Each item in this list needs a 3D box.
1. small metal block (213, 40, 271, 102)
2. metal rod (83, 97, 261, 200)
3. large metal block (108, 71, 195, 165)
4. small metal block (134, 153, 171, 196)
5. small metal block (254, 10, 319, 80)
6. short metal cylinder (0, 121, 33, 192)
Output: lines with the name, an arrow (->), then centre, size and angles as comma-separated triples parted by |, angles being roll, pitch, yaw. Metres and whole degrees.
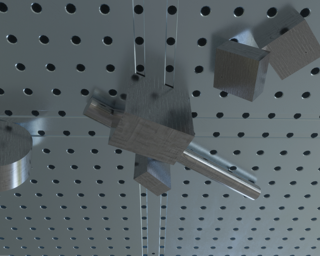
small metal block -> 0.089, -0.063, 0.342 | 0.050, 0.025, 0.050 | 27, 139, 31
metal rod -> 0.032, 0.039, 0.445 | 0.301, 0.025, 0.025 | 29, 124, -23
large metal block -> -0.010, -0.012, 0.365 | 0.080, 0.080, 0.050 | 20, 127, -16
small metal block -> -0.010, 0.062, 0.448 | 0.025, 0.050, 0.050 | -34, 123, 25
small metal block -> 0.141, -0.089, 0.338 | 0.050, 0.025, 0.050 | -33, 123, 25
short metal cylinder -> -0.210, 0.036, 0.403 | 0.081, 0.080, 0.050 | 12, 129, -11
